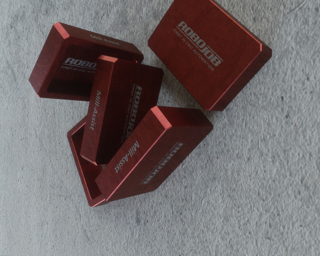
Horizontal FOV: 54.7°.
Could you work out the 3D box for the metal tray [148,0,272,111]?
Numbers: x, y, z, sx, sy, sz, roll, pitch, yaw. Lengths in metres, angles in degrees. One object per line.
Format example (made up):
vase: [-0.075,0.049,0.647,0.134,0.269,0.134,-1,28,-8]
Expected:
metal tray: [0.051,-0.094,0.360,0.090,0.030,0.130,-52,60,27]

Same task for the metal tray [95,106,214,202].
metal tray: [-0.007,0.032,0.368,0.129,0.091,0.030,-51,61,28]

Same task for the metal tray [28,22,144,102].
metal tray: [-0.093,-0.079,0.413,0.030,0.131,0.090,51,119,27]

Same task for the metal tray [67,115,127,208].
metal tray: [-0.091,0.044,0.475,0.090,0.030,0.130,-35,69,34]

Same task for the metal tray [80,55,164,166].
metal tray: [-0.047,-0.021,0.400,0.030,0.091,0.129,21,103,38]
